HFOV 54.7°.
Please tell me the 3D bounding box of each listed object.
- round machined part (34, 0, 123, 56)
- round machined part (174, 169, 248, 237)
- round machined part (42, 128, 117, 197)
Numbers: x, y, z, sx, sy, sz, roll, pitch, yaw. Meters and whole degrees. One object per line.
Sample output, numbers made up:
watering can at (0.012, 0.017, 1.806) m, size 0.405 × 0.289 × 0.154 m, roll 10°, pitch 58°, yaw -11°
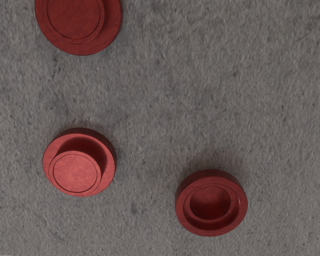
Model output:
round machined part at (-0.093, -0.131, 0.351) m, size 0.099 × 0.042 × 0.097 m, roll 0°, pitch 110°, yaw -1°
round machined part at (0.070, 0.101, 0.439) m, size 0.099 × 0.042 × 0.097 m, roll 0°, pitch 110°, yaw -1°
round machined part at (-0.110, 0.052, 0.419) m, size 0.099 × 0.042 × 0.097 m, roll 0°, pitch 110°, yaw -1°
